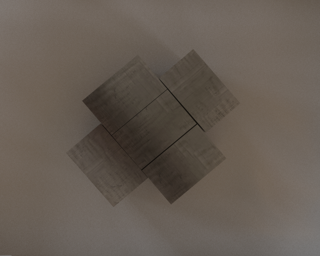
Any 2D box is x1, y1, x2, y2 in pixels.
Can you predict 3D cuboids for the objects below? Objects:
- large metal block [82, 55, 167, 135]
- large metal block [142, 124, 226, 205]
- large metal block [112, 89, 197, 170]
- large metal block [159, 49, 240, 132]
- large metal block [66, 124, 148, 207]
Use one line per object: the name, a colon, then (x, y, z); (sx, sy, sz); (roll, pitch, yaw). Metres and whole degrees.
large metal block: (-0.039, -0.037, 0.382); (0.080, 0.080, 0.050); (-40, 90, 0)
large metal block: (0.027, 0.040, 0.384); (0.080, 0.080, 0.050); (-40, 90, 0)
large metal block: (-0.006, 0.001, 0.383); (0.080, 0.080, 0.050); (-40, 90, 0)
large metal block: (0.044, -0.042, 0.384); (0.050, 0.080, 0.080); (-41, 91, 0)
large metal block: (-0.059, 0.041, 0.382); (0.050, 0.080, 0.080); (-41, 91, 0)
